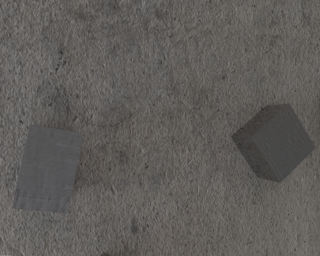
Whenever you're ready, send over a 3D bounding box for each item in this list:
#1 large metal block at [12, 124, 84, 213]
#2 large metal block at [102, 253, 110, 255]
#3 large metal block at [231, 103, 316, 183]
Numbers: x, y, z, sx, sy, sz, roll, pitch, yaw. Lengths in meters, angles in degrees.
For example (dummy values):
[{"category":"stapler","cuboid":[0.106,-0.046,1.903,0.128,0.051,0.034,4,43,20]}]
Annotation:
[{"category":"large metal block","cuboid":[-0.120,0.040,0.335,0.050,0.080,0.080,12,86,-20]},{"category":"large metal block","cuboid":[-0.058,0.206,0.359,0.050,0.080,0.080,32,80,-18]},{"category":"large metal block","cuboid":[0.167,0.021,0.457,0.080,0.050,0.080,-39,103,-16]}]
